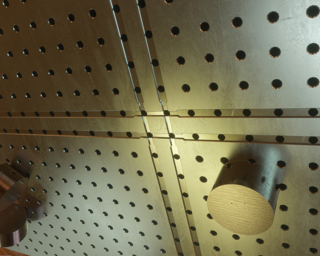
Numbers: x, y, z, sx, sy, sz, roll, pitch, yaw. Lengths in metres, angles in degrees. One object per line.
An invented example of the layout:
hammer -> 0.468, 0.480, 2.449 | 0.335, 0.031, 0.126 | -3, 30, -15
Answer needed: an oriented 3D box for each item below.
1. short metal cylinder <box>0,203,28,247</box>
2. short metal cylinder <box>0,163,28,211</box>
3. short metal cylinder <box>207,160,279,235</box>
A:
short metal cylinder -> -0.337, 0.214, 0.686 | 0.080, 0.080, 0.050 | 26, 128, 12
short metal cylinder -> -0.310, 0.117, 0.612 | 0.050, 0.080, 0.079 | 35, 129, 5
short metal cylinder -> 0.106, 0.088, 0.394 | 0.080, 0.050, 0.079 | 13, 124, 21
